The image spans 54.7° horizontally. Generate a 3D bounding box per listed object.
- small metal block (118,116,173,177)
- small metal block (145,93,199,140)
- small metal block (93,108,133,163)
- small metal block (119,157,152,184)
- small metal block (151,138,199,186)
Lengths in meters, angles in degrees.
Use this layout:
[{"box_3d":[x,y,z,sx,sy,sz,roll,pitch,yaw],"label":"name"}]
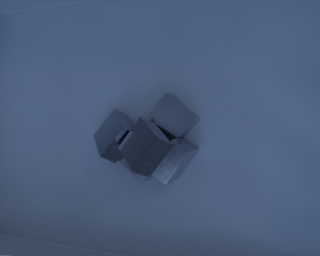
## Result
[{"box_3d":[-0.019,0.022,0.375,0.050,0.025,0.050,-54,41,12],"label":"small metal block"},{"box_3d":[0.014,-0.010,0.403,0.050,0.025,0.050,44,103,14],"label":"small metal block"},{"box_3d":[-0.060,0.010,0.416,0.050,0.025,0.050,-49,37,13],"label":"small metal block"},{"box_3d":[-0.022,0.037,0.416,0.050,0.025,0.050,44,103,14],"label":"small metal block"},{"box_3d":[0.019,0.040,0.388,0.025,0.050,0.050,37,102,16],"label":"small metal block"}]
